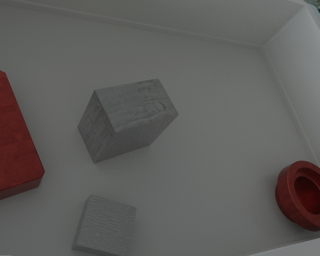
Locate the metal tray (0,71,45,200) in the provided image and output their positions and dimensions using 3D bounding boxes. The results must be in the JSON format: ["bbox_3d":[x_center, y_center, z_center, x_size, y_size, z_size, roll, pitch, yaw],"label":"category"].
[{"bbox_3d":[-0.180,0.009,0.300,0.091,0.030,0.130,-17,71,-35],"label":"metal tray"}]

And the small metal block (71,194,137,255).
[{"bbox_3d":[-0.056,0.101,0.315,0.050,0.025,0.050,21,54,-16],"label":"small metal block"}]

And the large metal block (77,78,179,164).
[{"bbox_3d":[-0.039,-0.008,0.355,0.081,0.080,0.050,-17,71,-35],"label":"large metal block"}]

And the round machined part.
[{"bbox_3d":[0.208,0.100,0.449,0.099,0.042,0.098,14,56,-21],"label":"round machined part"}]
